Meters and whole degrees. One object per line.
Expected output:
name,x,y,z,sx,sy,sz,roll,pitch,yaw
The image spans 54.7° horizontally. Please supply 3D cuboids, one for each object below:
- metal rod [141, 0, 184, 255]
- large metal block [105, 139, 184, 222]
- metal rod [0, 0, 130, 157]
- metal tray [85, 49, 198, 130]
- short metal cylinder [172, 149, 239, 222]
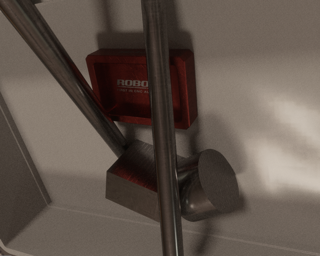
metal rod,0.005,0.016,0.342,0.025,0.025,0.298,1,103,27
large metal block,-0.017,0.069,0.423,0.080,0.080,0.050,20,126,16
metal rod,-0.089,-0.041,0.339,0.025,0.025,0.299,10,152,22
metal tray,-0.022,-0.050,0.384,0.130,0.030,0.089,7,122,24
short metal cylinder,0.054,0.072,0.388,0.050,0.080,0.080,-29,103,37
